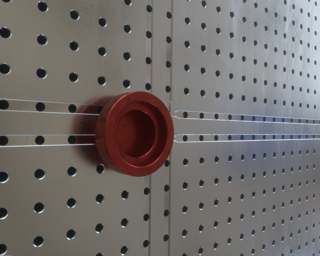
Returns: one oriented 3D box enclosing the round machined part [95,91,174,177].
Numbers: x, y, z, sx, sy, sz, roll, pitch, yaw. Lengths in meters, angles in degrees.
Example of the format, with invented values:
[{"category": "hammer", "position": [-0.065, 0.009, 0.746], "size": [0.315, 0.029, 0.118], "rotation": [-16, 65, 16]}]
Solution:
[{"category": "round machined part", "position": [-0.033, 0.007, 0.369], "size": [0.099, 0.042, 0.097], "rotation": [0, 90, -40]}]
